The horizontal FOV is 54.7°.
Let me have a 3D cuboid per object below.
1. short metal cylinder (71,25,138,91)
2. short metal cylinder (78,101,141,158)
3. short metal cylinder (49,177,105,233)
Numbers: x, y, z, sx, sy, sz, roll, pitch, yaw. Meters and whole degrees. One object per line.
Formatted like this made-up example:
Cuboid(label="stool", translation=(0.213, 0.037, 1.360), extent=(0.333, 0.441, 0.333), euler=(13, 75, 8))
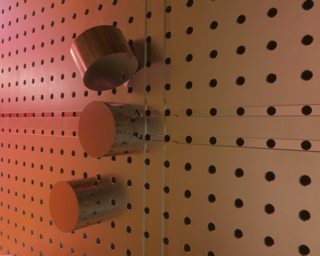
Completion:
Cuboid(label="short metal cylinder", translation=(-0.078, -0.096, 0.435), extent=(0.080, 0.081, 0.050), euler=(-41, 65, 32))
Cuboid(label="short metal cylinder", translation=(-0.074, 0.002, 0.452), extent=(0.080, 0.050, 0.079), euler=(0, 90, 39))
Cuboid(label="short metal cylinder", translation=(-0.135, 0.122, 0.502), extent=(0.080, 0.050, 0.079), euler=(0, 90, 39))
